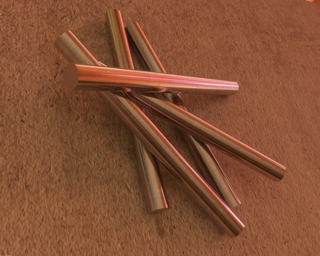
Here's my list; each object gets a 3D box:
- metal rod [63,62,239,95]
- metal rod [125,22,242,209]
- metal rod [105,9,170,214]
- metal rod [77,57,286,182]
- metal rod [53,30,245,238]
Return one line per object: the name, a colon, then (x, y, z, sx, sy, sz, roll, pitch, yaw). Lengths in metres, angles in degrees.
metal rod: (0.018, -0.056, 0.395, 0.302, 0.025, 0.025, -5, 63, -49)
metal rod: (0.024, -0.027, 0.432, 0.025, 0.025, 0.299, -17, 71, -35)
metal rod: (-0.036, -0.039, 0.407, 0.025, 0.025, 0.299, -1, 62, -29)
metal rod: (0.031, -0.009, 0.392, 0.301, 0.025, 0.025, 29, 52, -10)
metal rod: (-0.007, 0.013, 0.357, 0.300, 0.025, 0.025, 48, 51, -7)
